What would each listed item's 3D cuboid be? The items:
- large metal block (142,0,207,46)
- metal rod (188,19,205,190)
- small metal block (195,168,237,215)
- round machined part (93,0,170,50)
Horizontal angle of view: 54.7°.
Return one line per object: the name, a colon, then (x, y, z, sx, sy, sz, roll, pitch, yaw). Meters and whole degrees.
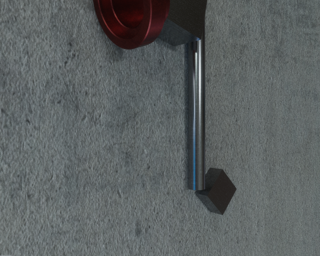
large metal block: (0.014, -0.162, 0.400, 0.081, 0.050, 0.080, 16, 80, -42)
metal rod: (0.053, -0.061, 0.451, 0.025, 0.025, 0.298, 0, 90, -40)
small metal block: (0.088, 0.098, 0.481, 0.050, 0.025, 0.050, 52, 60, -28)
round machined part: (-0.027, -0.138, 0.335, 0.042, 0.098, 0.097, -27, 108, -37)
